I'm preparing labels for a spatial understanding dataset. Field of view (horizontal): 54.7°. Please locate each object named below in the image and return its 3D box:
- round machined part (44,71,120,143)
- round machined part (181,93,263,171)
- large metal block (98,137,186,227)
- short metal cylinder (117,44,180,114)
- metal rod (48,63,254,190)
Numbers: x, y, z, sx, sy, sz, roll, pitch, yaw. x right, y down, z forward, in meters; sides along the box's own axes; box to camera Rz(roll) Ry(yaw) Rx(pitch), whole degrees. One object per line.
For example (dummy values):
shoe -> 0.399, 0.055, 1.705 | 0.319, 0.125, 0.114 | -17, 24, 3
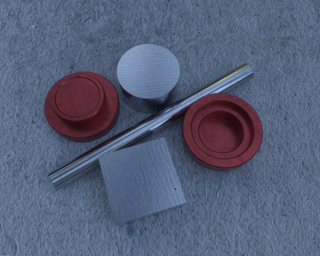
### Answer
round machined part -> -0.104, -0.033, 0.411 | 0.099, 0.042, 0.098 | 0, 70, 0
round machined part -> 0.076, 0.008, 0.397 | 0.099, 0.042, 0.098 | 0, 70, 0
large metal block -> -0.021, 0.066, 0.372 | 0.081, 0.050, 0.080 | -16, 71, -6
short metal cylinder -> -0.015, -0.065, 0.419 | 0.081, 0.050, 0.080 | 0, 70, 0
metal rod -> -0.003, -0.008, 0.413 | 0.301, 0.025, 0.025 | -30, 73, -11
